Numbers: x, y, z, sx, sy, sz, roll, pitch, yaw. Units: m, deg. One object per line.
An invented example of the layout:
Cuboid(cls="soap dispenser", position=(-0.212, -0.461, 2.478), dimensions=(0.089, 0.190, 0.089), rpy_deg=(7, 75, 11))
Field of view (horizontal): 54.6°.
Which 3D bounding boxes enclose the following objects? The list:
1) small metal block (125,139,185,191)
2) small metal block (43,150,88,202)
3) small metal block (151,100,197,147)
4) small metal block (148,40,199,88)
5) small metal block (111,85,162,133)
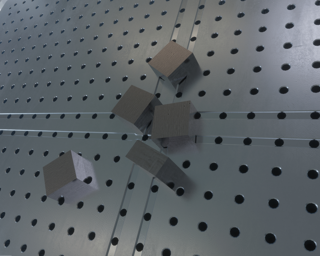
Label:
Cuboid(cls="small metal block", position=(-0.005, 0.044, 0.369), dimensions=(0.050, 0.050, 0.025), rpy_deg=(27, 77, 37))
Cuboid(cls="small metal block", position=(-0.135, 0.067, 0.439), dimensions=(0.050, 0.025, 0.050), rpy_deg=(-31, 52, 8))
Cuboid(cls="small metal block", position=(0.019, -0.005, 0.402), dimensions=(0.050, 0.025, 0.050), rpy_deg=(-7, 58, 24))
Cuboid(cls="small metal block", position=(0.019, -0.095, 0.458), dimensions=(0.050, 0.025, 0.050), rpy_deg=(-45, 51, -3))
Cuboid(cls="small metal block", position=(-0.033, -0.028, 0.444), dimensions=(0.050, 0.025, 0.050), rpy_deg=(28, 77, 37))
